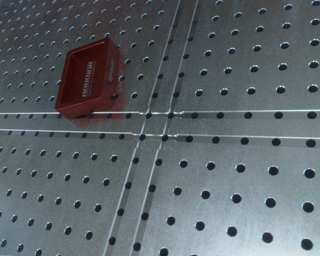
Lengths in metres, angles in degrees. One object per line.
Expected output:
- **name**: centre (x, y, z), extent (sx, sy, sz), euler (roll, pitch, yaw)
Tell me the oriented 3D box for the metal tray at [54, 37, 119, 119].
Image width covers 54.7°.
- **metal tray**: centre (-0.120, -0.084, 0.517), extent (0.090, 0.030, 0.130), euler (-12, 56, 21)
